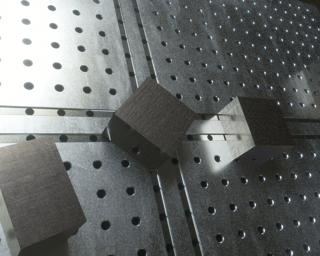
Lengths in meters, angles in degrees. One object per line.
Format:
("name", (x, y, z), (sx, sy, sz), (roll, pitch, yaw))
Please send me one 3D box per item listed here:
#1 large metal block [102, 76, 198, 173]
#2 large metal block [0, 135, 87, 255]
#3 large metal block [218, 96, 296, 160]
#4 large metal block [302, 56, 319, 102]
("large metal block", (-0.012, -0.005, 0.390), (0.080, 0.050, 0.080), (38, 51, -3))
("large metal block", (-0.113, 0.064, 0.274), (0.050, 0.080, 0.080), (-16, 71, -35))
("large metal block", (0.146, 0.001, 0.472), (0.081, 0.050, 0.080), (1, 61, -28))
("large metal block", (0.359, -0.097, 0.649), (0.081, 0.050, 0.080), (8, 58, -24))
